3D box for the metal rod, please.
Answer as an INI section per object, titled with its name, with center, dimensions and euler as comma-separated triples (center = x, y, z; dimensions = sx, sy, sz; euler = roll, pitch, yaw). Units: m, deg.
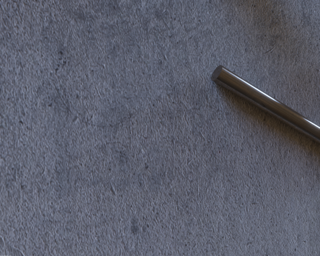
[metal rod]
center = 0.208, -0.014, 0.485
dimensions = 0.301, 0.025, 0.025
euler = 27, 81, -18
